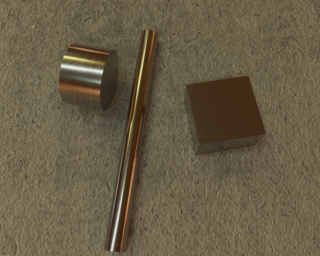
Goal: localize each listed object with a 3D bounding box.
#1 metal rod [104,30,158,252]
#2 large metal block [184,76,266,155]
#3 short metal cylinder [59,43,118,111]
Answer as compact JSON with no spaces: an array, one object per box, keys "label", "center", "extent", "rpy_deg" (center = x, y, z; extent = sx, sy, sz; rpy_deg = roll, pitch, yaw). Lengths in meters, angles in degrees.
[{"label":"metal rod","center":[-0.034,0.002,0.406],"extent":[0.025,0.025,0.299],"rpy_deg":[7,70,2]},{"label":"large metal block","center":[0.079,-0.015,0.401],"extent":[0.081,0.050,0.080],"rpy_deg":[-9,70,-3]},{"label":"short metal cylinder","center":[-0.089,-0.066,0.402],"extent":[0.050,0.080,0.080],"rpy_deg":[11,71,4]}]
